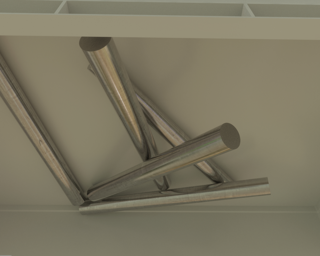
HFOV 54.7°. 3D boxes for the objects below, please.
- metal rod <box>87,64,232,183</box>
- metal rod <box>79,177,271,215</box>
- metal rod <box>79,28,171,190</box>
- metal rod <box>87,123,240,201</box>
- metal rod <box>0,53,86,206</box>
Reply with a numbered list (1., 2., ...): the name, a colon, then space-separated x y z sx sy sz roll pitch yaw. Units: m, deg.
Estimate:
1. metal rod: 0.023 0.014 0.420 0.025 0.025 0.300 -32 124 24
2. metal rod: 0.012 0.108 0.478 0.301 0.025 0.025 -11 130 17
3. metal rod: -0.022 0.010 0.358 0.025 0.025 0.299 -8 148 7
4. metal rod: -0.022 0.057 0.387 0.025 0.025 0.299 30 145 -23
5. metal rod: -0.164 0.007 0.412 0.025 0.025 0.299 -9 130 8
